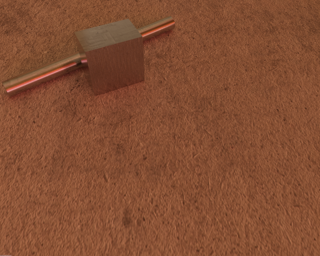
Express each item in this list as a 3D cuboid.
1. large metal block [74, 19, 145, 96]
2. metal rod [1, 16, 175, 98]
[{"bbox_3d":[-0.071,-0.103,0.453,0.081,0.080,0.050,-21,53,-16],"label":"large metal block"},{"bbox_3d":[-0.102,-0.124,0.506,0.302,0.025,0.025,-29,56,-23],"label":"metal rod"}]
